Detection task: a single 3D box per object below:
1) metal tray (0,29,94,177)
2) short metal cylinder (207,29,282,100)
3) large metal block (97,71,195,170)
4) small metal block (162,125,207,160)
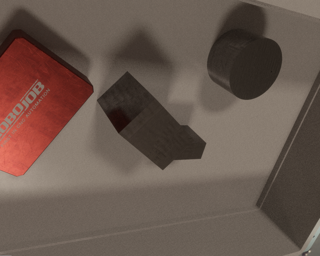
[{"bbox_3d":[-0.144,-0.021,0.315,0.130,0.030,0.090,-49,129,6],"label":"metal tray"},{"bbox_3d":[0.109,-0.083,0.403,0.081,0.050,0.079,-14,125,-21],"label":"short metal cylinder"},{"bbox_3d":[-0.017,-0.009,0.359,0.050,0.080,0.080,-44,130,2],"label":"large metal block"},{"bbox_3d":[0.026,0.019,0.420,0.050,0.050,0.025,1,118,-29],"label":"small metal block"}]
